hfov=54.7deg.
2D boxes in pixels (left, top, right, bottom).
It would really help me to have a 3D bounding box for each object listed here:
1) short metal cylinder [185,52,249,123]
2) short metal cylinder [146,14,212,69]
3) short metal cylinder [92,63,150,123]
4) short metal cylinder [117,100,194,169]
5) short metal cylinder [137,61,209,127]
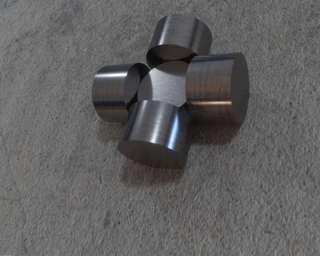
[{"bbox_3d":[0.069,-0.046,0.361,0.050,0.080,0.080,2,63,29],"label":"short metal cylinder"},{"bbox_3d":[0.026,-0.105,0.419,0.080,0.080,0.050,2,63,28],"label":"short metal cylinder"},{"bbox_3d":[-0.046,-0.047,0.422,0.050,0.080,0.080,2,63,29],"label":"short metal cylinder"},{"bbox_3d":[-0.004,0.010,0.364,0.080,0.080,0.050,0,62,28],"label":"short metal cylinder"},{"bbox_3d":[0.018,-0.040,0.404,0.080,0.050,0.080,-13,56,20],"label":"short metal cylinder"}]
